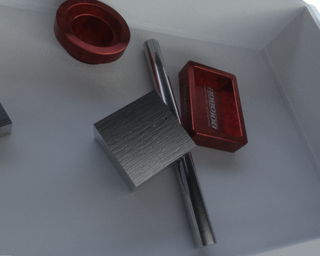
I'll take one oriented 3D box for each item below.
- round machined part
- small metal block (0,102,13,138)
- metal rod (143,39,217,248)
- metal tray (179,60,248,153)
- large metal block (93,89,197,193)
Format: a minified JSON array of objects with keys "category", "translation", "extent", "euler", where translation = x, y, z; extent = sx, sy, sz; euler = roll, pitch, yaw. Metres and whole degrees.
[{"category":"round machined part","translation":[-0.094,-0.126,0.422],"extent":[0.099,0.042,0.098],"euler":[14,56,-21]},{"category":"small metal block","translation":[-0.186,-0.010,0.312],"extent":[0.050,0.025,0.050],"euler":[-27,77,-37]},{"category":"metal rod","translation":[0.020,0.003,0.416],"extent":[0.025,0.025,0.299],"euler":[0,62,-29]},{"category":"metal tray","translation":[0.078,-0.033,0.466],"extent":[0.091,0.030,0.130],"euler":[13,56,-22]},{"category":"large metal block","translation":[-0.019,0.016,0.356],"extent":[0.080,0.050,0.080],"euler":[-32,80,-19]}]
